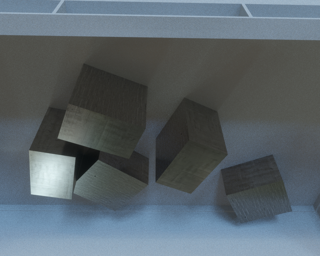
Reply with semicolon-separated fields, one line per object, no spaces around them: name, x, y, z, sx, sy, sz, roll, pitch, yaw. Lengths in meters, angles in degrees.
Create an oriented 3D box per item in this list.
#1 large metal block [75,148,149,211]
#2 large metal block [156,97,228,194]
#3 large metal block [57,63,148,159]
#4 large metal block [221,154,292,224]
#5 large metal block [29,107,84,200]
large metal block;-0.073;0.067;0.448;0.080;0.050;0.080;32;123;-25
large metal block;0.035;0.022;0.393;0.050;0.080;0.080;21;127;-18
large metal block;-0.062;-0.020;0.355;0.081;0.080;0.050;18;128;-15
large metal block;0.148;0.096;0.477;0.080;0.050;0.080;-19;128;15
large metal block;-0.129;0.032;0.399;0.050;0.080;0.079;10;129;-9
